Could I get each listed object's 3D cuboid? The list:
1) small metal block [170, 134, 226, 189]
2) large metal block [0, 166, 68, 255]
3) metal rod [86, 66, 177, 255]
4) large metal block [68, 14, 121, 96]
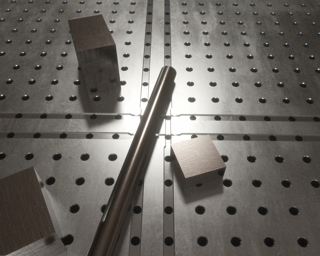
[{"bbox_3d":[0.045,0.040,0.375,0.050,0.025,0.050,-14,52,-12],"label":"small metal block"},{"bbox_3d":[-0.149,0.097,0.308,0.081,0.050,0.080,-22,54,-18],"label":"large metal block"},{"bbox_3d":[-0.024,0.025,0.386,0.025,0.025,0.300,12,51,9],"label":"metal rod"},{"bbox_3d":[-0.097,-0.109,0.462,0.050,0.080,0.080,-16,52,-13],"label":"large metal block"}]
